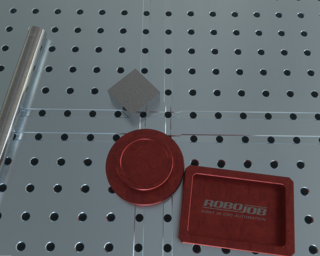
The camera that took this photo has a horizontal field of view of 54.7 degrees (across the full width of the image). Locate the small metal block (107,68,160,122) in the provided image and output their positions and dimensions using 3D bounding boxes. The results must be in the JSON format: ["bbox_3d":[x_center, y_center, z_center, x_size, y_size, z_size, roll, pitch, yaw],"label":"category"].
[{"bbox_3d":[-0.035,-0.045,0.428,0.050,0.025,0.050,-41,75,-14],"label":"small metal block"}]

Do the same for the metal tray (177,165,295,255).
[{"bbox_3d":[0.091,0.099,0.373,0.131,0.030,0.090,7,70,2],"label":"metal tray"}]

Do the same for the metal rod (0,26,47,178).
[{"bbox_3d":[-0.203,-0.005,0.411,0.025,0.025,0.299,8,70,2],"label":"metal rod"}]

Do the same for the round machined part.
[{"bbox_3d":[-0.018,0.046,0.386,0.099,0.042,0.098,0,70,-1],"label":"round machined part"}]
